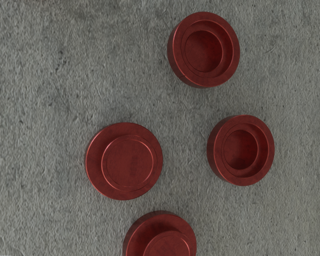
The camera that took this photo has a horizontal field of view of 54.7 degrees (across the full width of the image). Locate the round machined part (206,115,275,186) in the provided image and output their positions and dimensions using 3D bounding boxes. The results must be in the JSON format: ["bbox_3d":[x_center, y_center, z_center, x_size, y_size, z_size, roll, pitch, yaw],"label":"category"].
[{"bbox_3d":[0.109,0.030,0.440,0.099,0.042,0.097,0,90,-20],"label":"round machined part"}]

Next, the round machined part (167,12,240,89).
[{"bbox_3d":[0.055,-0.102,0.420,0.099,0.042,0.097,0,90,-20],"label":"round machined part"}]

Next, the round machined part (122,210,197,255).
[{"bbox_3d":[0.004,0.161,0.402,0.099,0.042,0.097,0,90,-20],"label":"round machined part"}]

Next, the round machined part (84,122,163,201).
[{"bbox_3d":[-0.042,0.042,0.384,0.099,0.042,0.097,0,90,-20],"label":"round machined part"}]
